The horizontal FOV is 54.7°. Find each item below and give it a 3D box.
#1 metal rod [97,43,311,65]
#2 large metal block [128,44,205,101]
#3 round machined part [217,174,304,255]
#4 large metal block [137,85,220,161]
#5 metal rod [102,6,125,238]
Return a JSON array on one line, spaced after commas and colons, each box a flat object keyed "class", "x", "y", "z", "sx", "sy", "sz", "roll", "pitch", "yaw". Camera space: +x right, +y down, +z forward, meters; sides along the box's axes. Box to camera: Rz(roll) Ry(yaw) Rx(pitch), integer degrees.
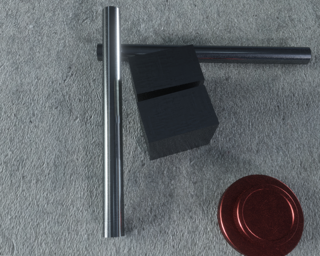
[{"class": "metal rod", "x": 0.062, "y": -0.107, "z": 0.447, "sx": 0.302, "sy": 0.025, "sz": 0.025, "roll": 1, "pitch": 70, "yaw": 0}, {"class": "large metal block", "x": 0.007, "y": -0.056, "z": 0.400, "sx": 0.081, "sy": 0.080, "sz": 0.050, "roll": -13, "pitch": 71, "yaw": -5}, {"class": "round machined part", "x": 0.120, "y": 0.103, "z": 0.363, "sx": 0.099, "sy": 0.042, "sz": 0.098, "roll": 0, "pitch": 70, "yaw": -1}, {"class": "large metal block", "x": 0.019, "y": -0.003, "z": 0.380, "sx": 0.081, "sy": 0.080, "sz": 0.050, "roll": -15, "pitch": 71, "yaw": -6}, {"class": "metal rod", "x": -0.061, "y": -0.018, "z": 0.397, "sx": 0.025, "sy": 0.025, "sz": 0.299, "roll": -2, "pitch": 76, "yaw": -1}]
